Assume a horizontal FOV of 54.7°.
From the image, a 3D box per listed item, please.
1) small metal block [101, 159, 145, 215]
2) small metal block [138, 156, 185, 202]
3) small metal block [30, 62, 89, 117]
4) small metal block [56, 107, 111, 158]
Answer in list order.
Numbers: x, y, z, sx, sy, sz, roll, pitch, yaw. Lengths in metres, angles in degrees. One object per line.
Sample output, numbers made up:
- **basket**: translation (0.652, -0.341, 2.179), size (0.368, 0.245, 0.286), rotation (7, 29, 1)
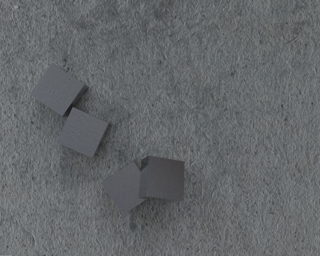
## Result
- **small metal block**: translation (-0.041, 0.077, 0.410), size (0.050, 0.025, 0.050), rotation (-34, 90, 0)
- **small metal block**: translation (0.003, 0.066, 0.393), size (0.050, 0.025, 0.050), rotation (12, 68, -23)
- **small metal block**: translation (-0.132, -0.049, 0.409), size (0.050, 0.025, 0.050), rotation (34, 90, 0)
- **small metal block**: translation (-0.099, 0.006, 0.409), size (0.050, 0.025, 0.050), rotation (25, 90, 0)
